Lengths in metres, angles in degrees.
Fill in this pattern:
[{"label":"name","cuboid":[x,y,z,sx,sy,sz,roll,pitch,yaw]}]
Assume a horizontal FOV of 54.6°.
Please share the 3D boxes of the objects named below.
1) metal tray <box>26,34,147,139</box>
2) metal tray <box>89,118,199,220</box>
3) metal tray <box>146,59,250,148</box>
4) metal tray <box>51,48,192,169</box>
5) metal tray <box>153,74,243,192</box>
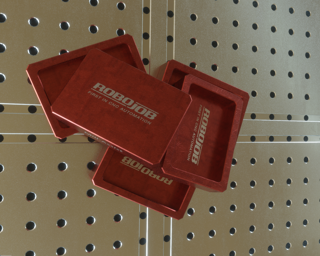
[{"label":"metal tray","cuboid":[-0.081,-0.052,0.380,0.131,0.030,0.090,-24,98,-18]},{"label":"metal tray","cuboid":[-0.013,0.054,0.405,0.131,0.030,0.090,28,81,-18]},{"label":"metal tray","cuboid":[0.052,-0.027,0.428,0.131,0.030,0.090,20,83,-18]},{"label":"metal tray","cuboid":[-0.041,-0.023,0.351,0.130,0.030,0.090,27,72,4]},{"label":"metal tray","cuboid":[0.051,0.008,0.395,0.090,0.030,0.130,21,71,-19]}]
